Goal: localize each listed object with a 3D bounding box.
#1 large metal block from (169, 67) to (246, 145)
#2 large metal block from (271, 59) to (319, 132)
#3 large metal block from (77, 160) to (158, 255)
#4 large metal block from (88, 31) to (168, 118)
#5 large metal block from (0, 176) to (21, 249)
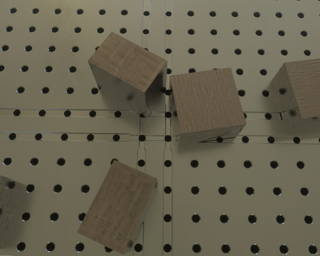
[{"bbox_3d":[0.059,-0.028,0.409,0.081,0.050,0.080,-8,70,-4],"label":"large metal block"},{"bbox_3d":[0.208,-0.045,0.418,0.081,0.050,0.080,-7,70,-3],"label":"large metal block"},{"bbox_3d":[-0.042,0.091,0.349,0.050,0.080,0.080,23,72,8],"label":"large metal block"},{"bbox_3d":[-0.039,-0.067,0.406,0.080,0.080,0.050,30,73,10],"label":"large metal block"},{"bbox_3d":[-0.224,0.093,0.362,0.080,0.050,0.080,9,70,3],"label":"large metal block"}]
